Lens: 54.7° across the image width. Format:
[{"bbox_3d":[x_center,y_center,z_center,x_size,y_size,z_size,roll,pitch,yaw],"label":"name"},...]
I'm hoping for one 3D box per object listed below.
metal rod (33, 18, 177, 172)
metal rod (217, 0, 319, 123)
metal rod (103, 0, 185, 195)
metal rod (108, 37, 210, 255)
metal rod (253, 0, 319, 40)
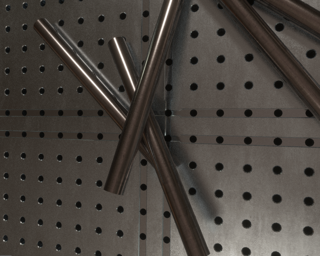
[{"bbox_3d":[-0.085,-0.050,0.441,0.025,0.025,0.300,-45,76,14],"label":"metal rod"},{"bbox_3d":[0.110,-0.119,0.363,0.025,0.025,0.299,-39,82,15],"label":"metal rod"},{"bbox_3d":[-0.011,-0.066,0.383,0.025,0.025,0.299,14,82,19],"label":"metal rod"},{"bbox_3d":[-0.008,0.014,0.393,0.025,0.025,0.299,-27,74,18],"label":"metal rod"},{"bbox_3d":[0.197,-0.102,0.343,0.300,0.025,0.025,39,102,15],"label":"metal rod"}]
